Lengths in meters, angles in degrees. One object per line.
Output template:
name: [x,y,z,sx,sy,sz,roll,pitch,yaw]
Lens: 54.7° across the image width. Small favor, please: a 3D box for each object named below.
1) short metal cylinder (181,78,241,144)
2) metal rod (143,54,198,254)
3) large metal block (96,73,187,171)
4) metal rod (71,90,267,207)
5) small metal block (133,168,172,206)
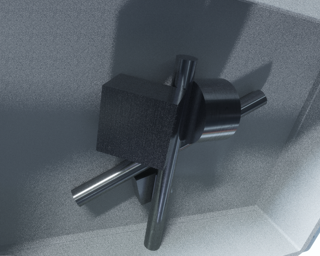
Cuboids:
short metal cylinder: [0.055,-0.022,0.388,0.050,0.080,0.079,-5,121,-28]
metal rod: [0.009,0.053,0.412,0.025,0.025,0.298,-5,120,-27]
large metal block: [-0.021,-0.008,0.350,0.080,0.050,0.079,16,117,9]
metal rod: [0.021,0.023,0.433,0.302,0.025,0.025,-28,128,-11]
small metal block: [-0.012,0.078,0.450,0.050,0.025,0.050,-20,126,-17]
